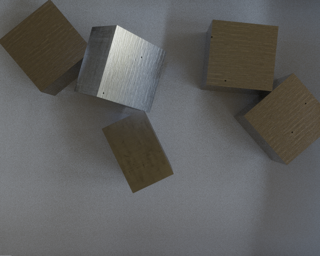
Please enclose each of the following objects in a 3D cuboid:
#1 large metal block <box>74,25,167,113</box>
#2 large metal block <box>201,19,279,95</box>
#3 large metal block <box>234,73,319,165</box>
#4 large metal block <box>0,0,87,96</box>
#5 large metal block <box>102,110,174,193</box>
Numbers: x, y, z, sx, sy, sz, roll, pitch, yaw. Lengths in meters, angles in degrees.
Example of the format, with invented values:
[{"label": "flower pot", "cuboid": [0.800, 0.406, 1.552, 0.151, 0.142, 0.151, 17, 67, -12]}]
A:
[{"label": "large metal block", "cuboid": [-0.046, -0.069, 0.377, 0.080, 0.050, 0.080, 16, 90, -45]}, {"label": "large metal block", "cuboid": [0.100, -0.088, 0.400, 0.081, 0.050, 0.079, 6, 90, -1]}, {"label": "large metal block", "cuboid": [0.158, -0.011, 0.401, 0.080, 0.050, 0.080, -41, 91, 0]}, {"label": "large metal block", "cuboid": [-0.138, -0.099, 0.397, 0.080, 0.050, 0.080, -40, 91, 0]}, {"label": "large metal block", "cuboid": [-0.025, 0.026, 0.384, 0.050, 0.080, 0.080, -26, 90, 0]}]
